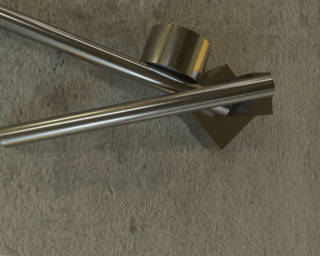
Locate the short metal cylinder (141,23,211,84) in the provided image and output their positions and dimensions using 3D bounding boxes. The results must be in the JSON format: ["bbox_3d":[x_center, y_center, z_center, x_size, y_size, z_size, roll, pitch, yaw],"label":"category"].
[{"bbox_3d":[0.018,-0.087,0.390,0.080,0.080,0.050,22,83,-19],"label":"short metal cylinder"}]

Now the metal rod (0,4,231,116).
[{"bbox_3d":[-0.057,-0.078,0.359,0.302,0.025,0.025,21,83,-8],"label":"metal rod"}]

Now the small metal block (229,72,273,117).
[{"bbox_3d":[0.111,-0.040,0.383,0.025,0.050,0.050,-4,92,-20],"label":"small metal block"}]

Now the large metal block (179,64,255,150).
[{"bbox_3d":[0.075,-0.028,0.424,0.080,0.050,0.080,-43,103,-14],"label":"large metal block"}]

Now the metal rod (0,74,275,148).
[{"bbox_3d":[-0.026,-0.019,0.345,0.302,0.025,0.025,-11,94,1],"label":"metal rod"}]
